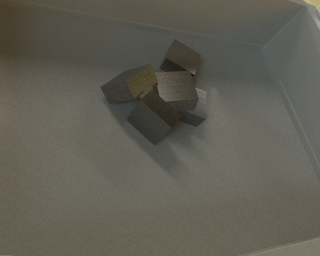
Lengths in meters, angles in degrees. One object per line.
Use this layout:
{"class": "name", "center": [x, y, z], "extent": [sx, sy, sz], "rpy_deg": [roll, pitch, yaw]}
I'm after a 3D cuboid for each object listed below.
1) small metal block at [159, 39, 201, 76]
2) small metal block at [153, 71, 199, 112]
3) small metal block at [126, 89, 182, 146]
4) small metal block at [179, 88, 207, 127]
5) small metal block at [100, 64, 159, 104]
{"class": "small metal block", "center": [0.033, -0.105, 0.489], "extent": [0.050, 0.025, 0.050], "rpy_deg": [29, 52, -11]}
{"class": "small metal block", "center": [0.020, -0.049, 0.418], "extent": [0.050, 0.025, 0.050], "rpy_deg": [-5, 58, -11]}
{"class": "small metal block", "center": [-0.008, -0.012, 0.394], "extent": [0.050, 0.050, 0.025], "rpy_deg": [42, 51, 0]}
{"class": "small metal block", "center": [0.039, -0.036, 0.450], "extent": [0.050, 0.025, 0.050], "rpy_deg": [20, 54, -17]}
{"class": "small metal block", "center": [-0.039, -0.057, 0.401], "extent": [0.050, 0.050, 0.025], "rpy_deg": [-44, 118, -39]}
